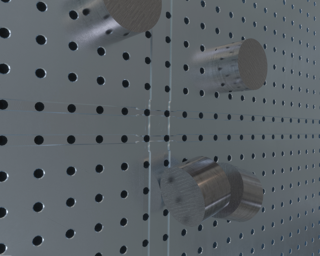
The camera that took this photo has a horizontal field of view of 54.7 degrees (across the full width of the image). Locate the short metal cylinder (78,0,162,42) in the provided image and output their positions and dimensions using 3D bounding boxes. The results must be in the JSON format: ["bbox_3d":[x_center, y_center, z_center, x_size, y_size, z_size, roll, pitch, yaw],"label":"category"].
[{"bbox_3d":[-0.045,-0.144,0.355,0.081,0.050,0.079,0,90,-40],"label":"short metal cylinder"}]

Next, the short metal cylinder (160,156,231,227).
[{"bbox_3d":[0.046,0.083,0.411,0.050,0.080,0.079,-16,101,-39],"label":"short metal cylinder"}]

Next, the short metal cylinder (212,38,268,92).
[{"bbox_3d":[0.129,-0.099,0.500,0.081,0.050,0.079,0,90,-40],"label":"short metal cylinder"}]

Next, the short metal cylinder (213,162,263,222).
[{"bbox_3d":[0.104,0.096,0.460,0.050,0.080,0.080,22,76,-38],"label":"short metal cylinder"}]
